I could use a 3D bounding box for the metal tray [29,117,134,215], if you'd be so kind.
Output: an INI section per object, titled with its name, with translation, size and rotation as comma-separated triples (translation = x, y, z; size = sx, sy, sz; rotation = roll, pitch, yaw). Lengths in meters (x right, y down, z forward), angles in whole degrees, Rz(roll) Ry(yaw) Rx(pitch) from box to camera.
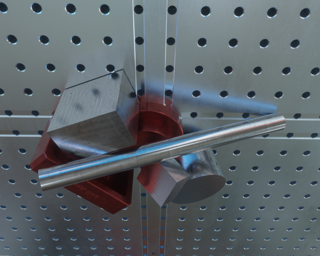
[metal tray]
translation = -0.092, 0.044, 0.404
size = 0.030, 0.090, 0.130
rotation = -36, 122, 26

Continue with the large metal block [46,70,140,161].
[large metal block]
translation = -0.072, -0.015, 0.360
size = 0.080, 0.080, 0.050
rotation = -16, 128, 13

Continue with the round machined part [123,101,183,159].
[round machined part]
translation = -0.017, 0.015, 0.417
size = 0.099, 0.042, 0.097
rotation = -1, 130, 0

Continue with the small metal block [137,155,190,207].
[small metal block]
translation = 0.003, 0.062, 0.391
size = 0.025, 0.050, 0.050
rotation = -18, 144, -45

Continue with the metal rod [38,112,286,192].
[metal rod]
translation = 0.016, 0.024, 0.370
size = 0.302, 0.025, 0.025
rotation = -13, 132, -15

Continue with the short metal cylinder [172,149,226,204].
[short metal cylinder]
translation = 0.045, 0.066, 0.436
size = 0.081, 0.050, 0.080
rotation = -12, 144, -9
